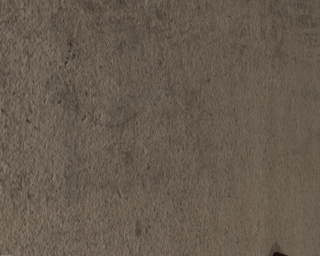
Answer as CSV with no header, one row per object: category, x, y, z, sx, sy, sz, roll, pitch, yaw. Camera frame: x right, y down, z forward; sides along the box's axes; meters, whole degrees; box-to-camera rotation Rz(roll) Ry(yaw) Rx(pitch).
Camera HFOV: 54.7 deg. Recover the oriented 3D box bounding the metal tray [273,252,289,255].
metal tray,0.226,0.321,0.595,0.130,0.030,0.090,-50,120,-29
